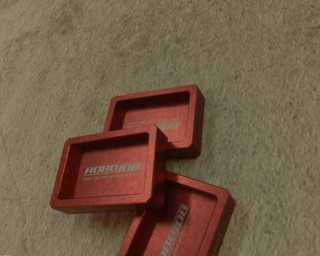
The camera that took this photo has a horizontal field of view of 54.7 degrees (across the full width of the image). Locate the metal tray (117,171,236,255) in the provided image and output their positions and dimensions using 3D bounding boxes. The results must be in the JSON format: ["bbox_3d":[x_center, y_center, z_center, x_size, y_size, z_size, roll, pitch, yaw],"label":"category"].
[{"bbox_3d":[0.013,0.116,0.321,0.090,0.030,0.130,13,68,33],"label":"metal tray"}]

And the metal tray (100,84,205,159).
[{"bbox_3d":[-0.011,-0.005,0.407,0.130,0.030,0.090,-5,59,25],"label":"metal tray"}]

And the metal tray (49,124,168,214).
[{"bbox_3d":[-0.059,0.050,0.360,0.130,0.030,0.090,-9,58,23],"label":"metal tray"}]
